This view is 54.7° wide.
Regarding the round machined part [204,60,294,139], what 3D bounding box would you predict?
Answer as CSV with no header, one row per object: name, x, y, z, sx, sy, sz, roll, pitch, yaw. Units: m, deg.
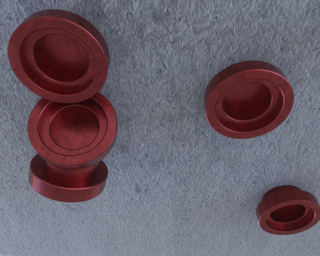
round machined part,0.101,-0.036,0.366,0.099,0.042,0.097,0,130,0

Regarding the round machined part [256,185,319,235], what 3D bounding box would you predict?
round machined part,0.207,0.132,0.510,0.099,0.042,0.097,0,130,0

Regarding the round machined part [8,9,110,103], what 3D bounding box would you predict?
round machined part,-0.102,-0.078,0.329,0.099,0.042,0.097,0,130,0

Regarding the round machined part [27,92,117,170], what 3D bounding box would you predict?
round machined part,-0.100,0.003,0.369,0.099,0.098,0.042,5,158,-5

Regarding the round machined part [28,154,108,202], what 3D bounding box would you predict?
round machined part,-0.116,0.049,0.403,0.099,0.098,0.042,12,112,-11
